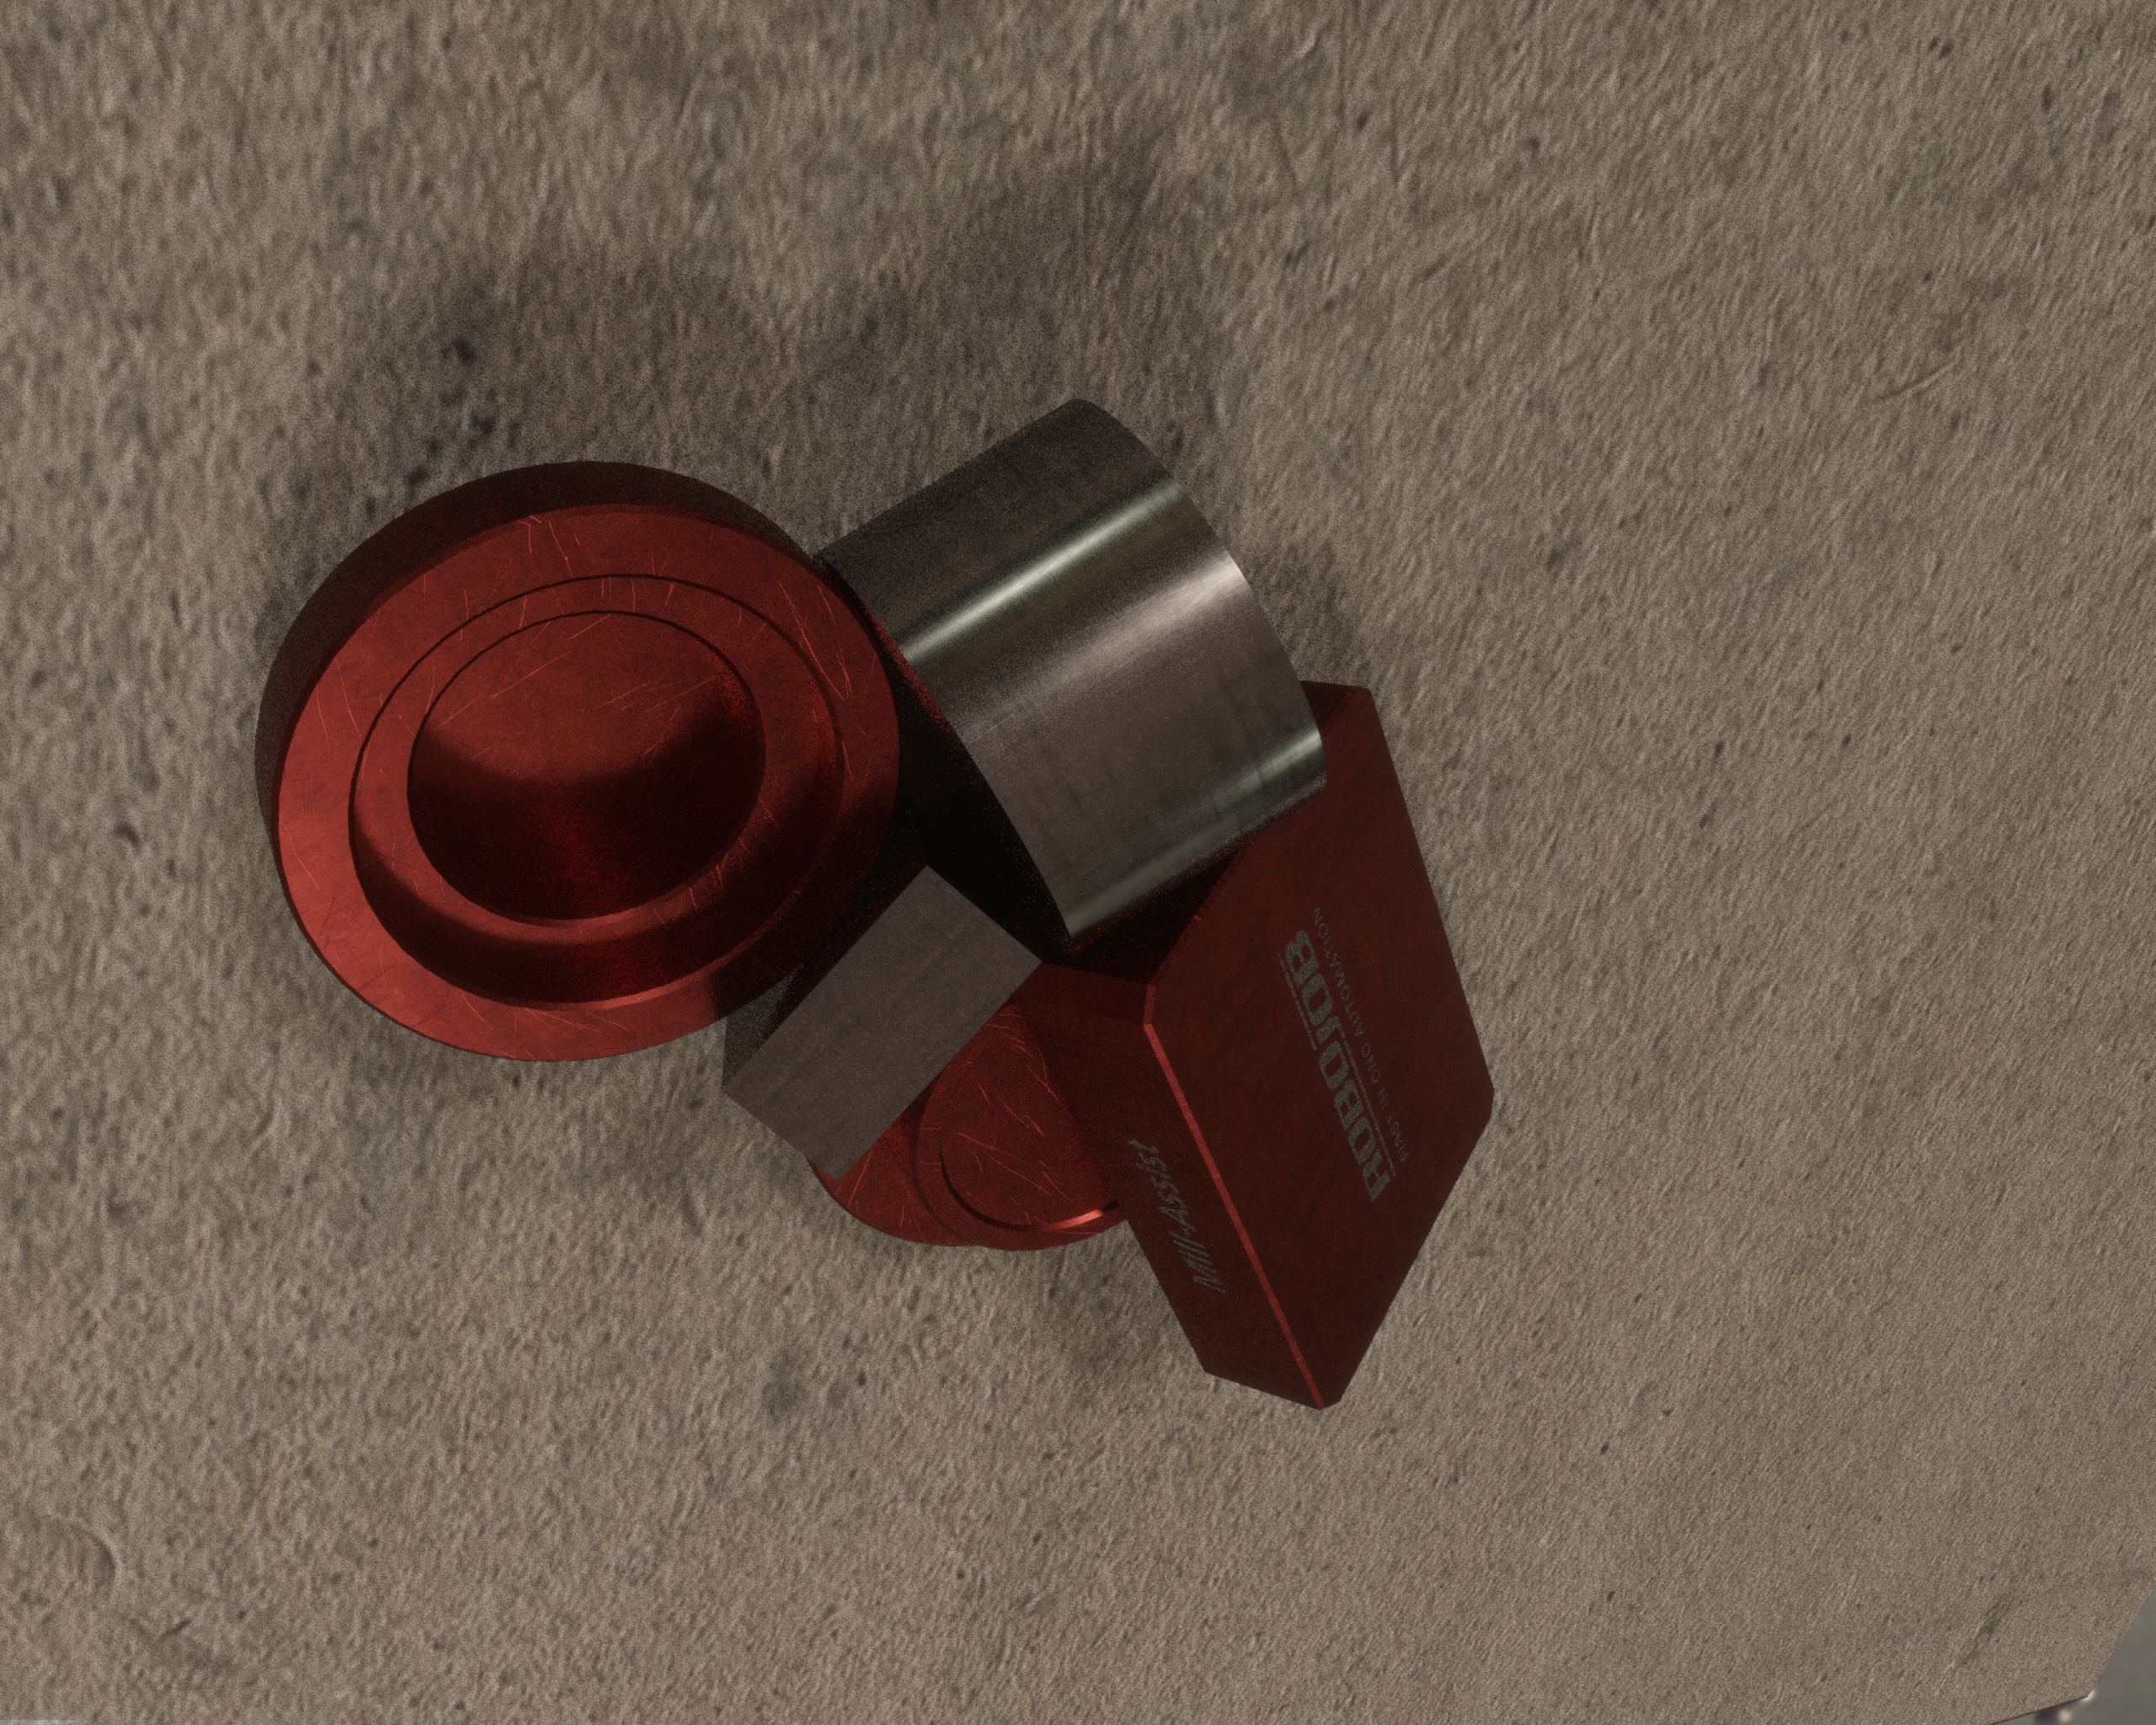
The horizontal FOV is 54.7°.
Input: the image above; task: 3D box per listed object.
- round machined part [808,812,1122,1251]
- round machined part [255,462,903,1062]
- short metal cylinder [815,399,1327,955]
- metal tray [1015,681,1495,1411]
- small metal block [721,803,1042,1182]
[{"bbox_3d":[-0.009,0.038,0.418,0.099,0.042,0.097,-14,125,-21],"label":"round machined part"},{"bbox_3d":[-0.082,-0.019,0.341,0.099,0.042,0.097,-14,125,-21],"label":"round machined part"},{"bbox_3d":[-0.002,-0.031,0.355,0.050,0.080,0.080,-33,129,-7],"label":"short metal cylinder"},{"bbox_3d":[0.042,0.038,0.424,0.090,0.030,0.130,-54,137,-32],"label":"metal tray"},{"bbox_3d":[-0.035,0.021,0.364,0.025,0.050,0.050,41,95,-15],"label":"small metal block"}]
